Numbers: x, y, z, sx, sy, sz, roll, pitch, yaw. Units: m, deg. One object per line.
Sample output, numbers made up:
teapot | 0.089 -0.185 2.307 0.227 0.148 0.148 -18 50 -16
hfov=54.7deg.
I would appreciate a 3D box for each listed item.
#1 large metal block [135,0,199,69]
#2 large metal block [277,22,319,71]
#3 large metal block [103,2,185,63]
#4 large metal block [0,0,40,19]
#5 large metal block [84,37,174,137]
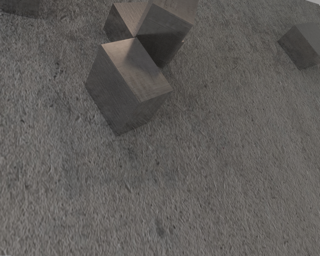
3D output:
large metal block | 0.006 -0.137 0.391 0.050 0.080 0.080 24 53 -14
large metal block | 0.315 -0.177 0.665 0.081 0.050 0.080 -20 72 -35
large metal block | -0.025 -0.137 0.458 0.081 0.050 0.080 -19 72 -35
large metal block | -0.198 -0.197 0.401 0.081 0.050 0.080 4 60 -26
large metal block | -0.041 -0.048 0.376 0.050 0.080 0.080 -25 75 -37
